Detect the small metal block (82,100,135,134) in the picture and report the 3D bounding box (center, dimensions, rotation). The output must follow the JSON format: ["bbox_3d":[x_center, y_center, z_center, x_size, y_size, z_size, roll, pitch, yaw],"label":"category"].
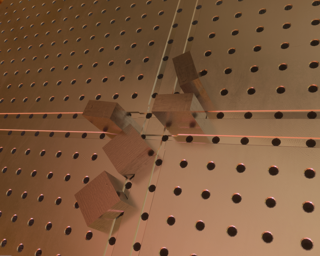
[{"bbox_3d":[-0.072,-0.014,0.437,0.050,0.050,0.025,8,66,31],"label":"small metal block"}]

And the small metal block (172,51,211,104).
[{"bbox_3d":[0.042,-0.064,0.409,0.025,0.050,0.050,-22,54,15],"label":"small metal block"}]

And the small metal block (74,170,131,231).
[{"bbox_3d":[-0.073,0.091,0.389,0.050,0.025,0.050,-39,51,1],"label":"small metal block"}]

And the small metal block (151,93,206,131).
[{"bbox_3d":[0.025,-0.019,0.390,0.050,0.050,0.025,1,62,28],"label":"small metal block"}]

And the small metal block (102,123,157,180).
[{"bbox_3d":[-0.041,0.031,0.409,0.050,0.025,0.050,-41,51,-1],"label":"small metal block"}]
